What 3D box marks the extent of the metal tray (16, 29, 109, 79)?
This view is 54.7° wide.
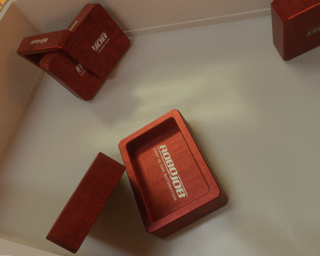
[{"bbox_3d":[-0.159,-0.114,0.505,0.130,0.090,0.030,6,71,39],"label":"metal tray"}]

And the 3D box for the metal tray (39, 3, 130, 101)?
[{"bbox_3d":[-0.115,-0.120,0.496,0.030,0.090,0.130,20,72,44],"label":"metal tray"}]

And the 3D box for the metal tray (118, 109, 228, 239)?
[{"bbox_3d":[0.010,0.050,0.366,0.090,0.030,0.130,-31,52,8],"label":"metal tray"}]

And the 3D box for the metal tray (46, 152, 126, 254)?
[{"bbox_3d":[-0.081,0.077,0.344,0.030,0.130,0.090,32,75,-7],"label":"metal tray"}]

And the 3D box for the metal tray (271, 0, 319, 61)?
[{"bbox_3d":[0.193,-0.134,0.341,0.130,0.090,0.030,-25,66,13],"label":"metal tray"}]
